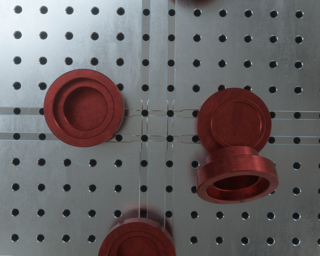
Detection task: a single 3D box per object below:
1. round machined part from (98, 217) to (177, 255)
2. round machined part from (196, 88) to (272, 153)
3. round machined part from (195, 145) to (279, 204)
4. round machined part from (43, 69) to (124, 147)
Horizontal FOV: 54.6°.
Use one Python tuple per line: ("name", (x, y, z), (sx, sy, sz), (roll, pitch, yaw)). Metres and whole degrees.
("round machined part", (-0.028, 0.165, 0.405), (0.099, 0.042, 0.097), (0, 90, 0))
("round machined part", (0.097, -0.004, 0.405), (0.099, 0.042, 0.097), (0, 90, 0))
("round machined part", (0.093, 0.057, 0.387), (0.099, 0.098, 0.042), (-3, 55, 0))
("round machined part", (-0.095, -0.025, 0.404), (0.099, 0.042, 0.097), (0, 90, 0))
